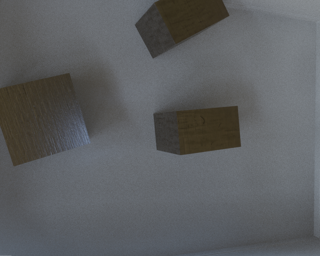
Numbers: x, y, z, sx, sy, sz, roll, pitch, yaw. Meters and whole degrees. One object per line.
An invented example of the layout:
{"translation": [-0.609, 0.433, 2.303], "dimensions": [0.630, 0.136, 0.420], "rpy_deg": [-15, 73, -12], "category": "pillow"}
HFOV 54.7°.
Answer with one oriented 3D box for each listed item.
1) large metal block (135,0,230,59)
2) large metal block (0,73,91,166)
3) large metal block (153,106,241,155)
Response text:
{"translation": [0.025, -0.135, 0.390], "dimensions": [0.080, 0.080, 0.050], "rpy_deg": [-32, 101, -17], "category": "large metal block"}
{"translation": [-0.132, -0.010, 0.348], "dimensions": [0.081, 0.050, 0.080], "rpy_deg": [-17, 96, -19], "category": "large metal block"}
{"translation": [0.045, 0.002, 0.398], "dimensions": [0.081, 0.080, 0.050], "rpy_deg": [-6, 92, -20], "category": "large metal block"}
